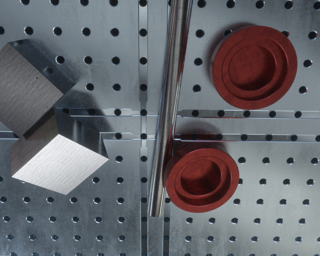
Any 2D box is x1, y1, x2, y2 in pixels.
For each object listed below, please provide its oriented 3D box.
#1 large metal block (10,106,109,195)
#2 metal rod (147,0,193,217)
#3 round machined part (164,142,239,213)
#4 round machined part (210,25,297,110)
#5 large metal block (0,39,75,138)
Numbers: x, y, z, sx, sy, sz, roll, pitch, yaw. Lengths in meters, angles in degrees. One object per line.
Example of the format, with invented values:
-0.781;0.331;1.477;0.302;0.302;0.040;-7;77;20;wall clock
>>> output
-0.127;0.032;0.392;0.080;0.050;0.080;-40;137;13;large metal block
0.010;-0.015;0.407;0.025;0.025;0.298;6;110;-3;metal rod
0.054;0.063;0.423;0.099;0.042;0.097;-3;112;-8;round machined part
0.110;-0.074;0.378;0.099;0.042;0.097;0;110;0;round machined part
-0.168;-0.049;0.380;0.080;0.050;0.080;-41;105;13;large metal block
